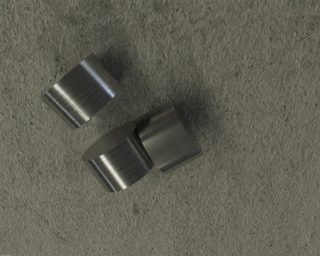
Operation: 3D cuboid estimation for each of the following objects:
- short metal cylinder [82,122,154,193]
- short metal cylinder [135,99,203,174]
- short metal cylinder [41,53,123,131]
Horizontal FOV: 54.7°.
[{"bbox_3d":[-0.051,0.036,0.393,0.080,0.080,0.050,-29,108,10],"label":"short metal cylinder"},{"bbox_3d":[0.012,0.010,0.384,0.050,0.080,0.080,-29,108,10],"label":"short metal cylinder"},{"bbox_3d":[-0.091,-0.043,0.364,0.080,0.080,0.050,-38,106,13],"label":"short metal cylinder"}]
